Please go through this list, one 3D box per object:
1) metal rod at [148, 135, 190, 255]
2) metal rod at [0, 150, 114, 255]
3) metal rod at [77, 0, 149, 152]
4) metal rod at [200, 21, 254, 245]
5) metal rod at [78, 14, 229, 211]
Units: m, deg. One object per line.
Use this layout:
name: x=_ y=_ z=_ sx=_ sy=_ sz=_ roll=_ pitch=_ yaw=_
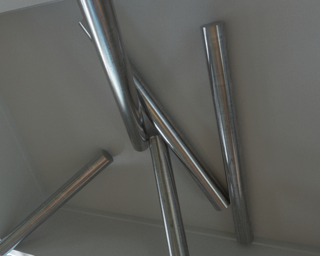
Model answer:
metal rod: x=0.023 y=0.155 z=0.385 sx=0.025 sy=0.025 sz=0.299 roll=-21 pitch=73 yaw=35
metal rod: x=-0.192 y=0.140 z=0.506 sx=0.300 sy=0.025 sz=0.025 roll=-41 pitch=96 yaw=10
metal rod: x=-0.039 y=-0.048 z=0.307 sx=0.025 sy=0.025 sz=0.299 roll=21 pitch=156 yaw=15
metal rod: x=0.087 y=0.026 z=0.377 sx=0.025 sy=0.025 sz=0.298 roll=0 pitch=119 yaw=28
metal rod: x=0.000 y=-0.013 z=0.399 sx=0.025 sy=0.025 sz=0.299 roll=-28 pitch=103 yaw=37
